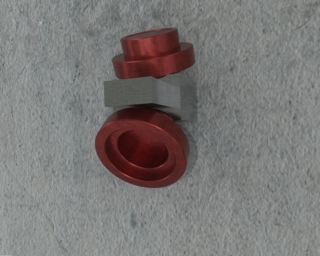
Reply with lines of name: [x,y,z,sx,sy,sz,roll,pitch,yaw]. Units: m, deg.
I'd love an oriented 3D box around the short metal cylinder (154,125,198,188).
short metal cylinder: [0.003,0.033,0.396,0.080,0.050,0.079,0,90,19]

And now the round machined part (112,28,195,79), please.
round machined part: [-0.010,-0.092,0.370,0.098,0.098,0.042,-2,114,19]

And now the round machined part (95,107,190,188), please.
round machined part: [-0.016,0.017,0.336,0.098,0.042,0.097,9,131,11]

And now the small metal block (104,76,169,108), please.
small metal block: [-0.023,-0.034,0.318,0.050,0.050,0.025,-3,89,20]

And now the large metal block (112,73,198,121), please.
large metal block: [-0.003,-0.032,0.380,0.080,0.080,0.050,-2,90,19]
